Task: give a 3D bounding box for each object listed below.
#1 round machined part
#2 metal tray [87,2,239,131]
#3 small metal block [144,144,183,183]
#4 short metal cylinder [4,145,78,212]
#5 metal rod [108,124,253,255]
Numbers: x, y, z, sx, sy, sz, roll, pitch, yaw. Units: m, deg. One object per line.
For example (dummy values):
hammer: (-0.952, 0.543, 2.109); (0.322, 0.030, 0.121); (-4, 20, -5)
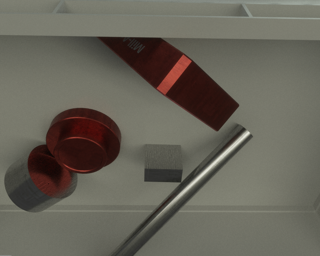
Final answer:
round machined part: (-0.103, 0.024, 0.417); (0.099, 0.042, 0.097); (-1, 130, -1)
metal tray: (0.000, -0.056, 0.276); (0.030, 0.130, 0.090); (-52, 140, 9)
small metal block: (0.004, 0.049, 0.434); (0.050, 0.050, 0.025); (2, 127, -2)
short metal cylinder: (-0.163, 0.070, 0.430); (0.050, 0.080, 0.080); (-31, 124, 24)
metal rod: (0.012, 0.111, 0.427); (0.300, 0.025, 0.025); (-46, 120, 4)
